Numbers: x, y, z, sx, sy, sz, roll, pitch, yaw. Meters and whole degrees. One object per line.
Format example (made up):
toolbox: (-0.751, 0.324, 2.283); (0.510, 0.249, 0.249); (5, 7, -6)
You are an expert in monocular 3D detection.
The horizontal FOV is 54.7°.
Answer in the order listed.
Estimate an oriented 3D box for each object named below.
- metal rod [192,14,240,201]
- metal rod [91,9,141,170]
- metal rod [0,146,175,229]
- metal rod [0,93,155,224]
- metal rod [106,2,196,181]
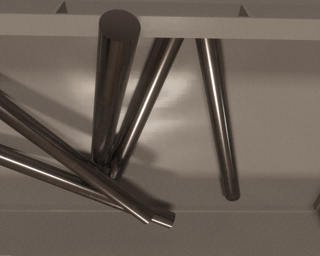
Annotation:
metal rod: (0.081, -0.001, 0.409); (0.025, 0.025, 0.299); (-11, 130, 9)
metal rod: (-0.057, -0.005, 0.321); (0.025, 0.025, 0.299); (10, 156, -9)
metal rod: (-0.118, 0.084, 0.452); (0.302, 0.025, 0.025); (23, 126, -10)
metal rod: (-0.123, 0.033, 0.400); (0.300, 0.025, 0.025); (41, 119, -18)
metal rod: (-0.029, -0.012, 0.398); (0.025, 0.025, 0.298); (16, 128, -14)
